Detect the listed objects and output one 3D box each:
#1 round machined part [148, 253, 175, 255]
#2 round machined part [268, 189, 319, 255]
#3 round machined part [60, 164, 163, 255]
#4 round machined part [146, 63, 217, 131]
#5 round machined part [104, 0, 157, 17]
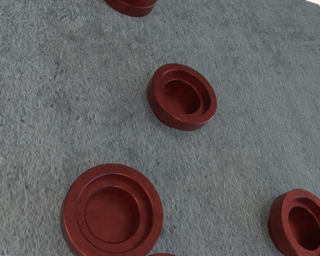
[{"bbox_3d":[-0.004,0.171,0.286,0.099,0.042,0.098,14,56,-21],"label":"round machined part"},{"bbox_3d":[0.184,0.134,0.410,0.099,0.042,0.098,14,56,-21],"label":"round machined part"},{"bbox_3d":[-0.050,0.089,0.312,0.099,0.042,0.098,14,56,-21],"label":"round machined part"},{"bbox_3d":[0.026,-0.038,0.430,0.099,0.042,0.098,14,56,-21],"label":"round machined part"},{"bbox_3d":[-0.049,-0.234,0.510,0.099,0.042,0.098,14,56,-21],"label":"round machined part"}]
